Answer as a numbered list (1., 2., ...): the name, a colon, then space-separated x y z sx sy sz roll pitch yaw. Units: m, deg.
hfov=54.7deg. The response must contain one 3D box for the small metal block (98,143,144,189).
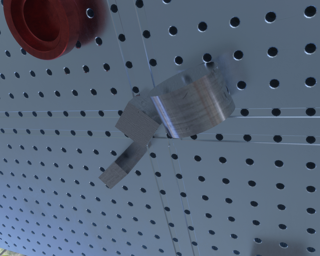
1. small metal block: -0.057 0.056 0.458 0.025 0.050 0.050 44 129 -3

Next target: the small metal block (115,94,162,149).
1. small metal block: -0.026 -0.009 0.418 0.050 0.025 0.050 37 129 3

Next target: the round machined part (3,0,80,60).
1. round machined part: -0.141 -0.138 0.387 0.098 0.042 0.097 13 124 20

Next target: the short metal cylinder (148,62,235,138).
1. short metal cylinder: 0.034 -0.031 0.337 0.080 0.080 0.050 -15 111 34
